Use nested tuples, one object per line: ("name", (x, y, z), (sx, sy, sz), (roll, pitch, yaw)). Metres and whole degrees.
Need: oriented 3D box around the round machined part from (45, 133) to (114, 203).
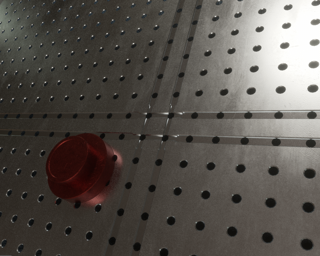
("round machined part", (-0.116, 0.050, 0.426), (0.098, 0.042, 0.098), (-13, 56, 20))
